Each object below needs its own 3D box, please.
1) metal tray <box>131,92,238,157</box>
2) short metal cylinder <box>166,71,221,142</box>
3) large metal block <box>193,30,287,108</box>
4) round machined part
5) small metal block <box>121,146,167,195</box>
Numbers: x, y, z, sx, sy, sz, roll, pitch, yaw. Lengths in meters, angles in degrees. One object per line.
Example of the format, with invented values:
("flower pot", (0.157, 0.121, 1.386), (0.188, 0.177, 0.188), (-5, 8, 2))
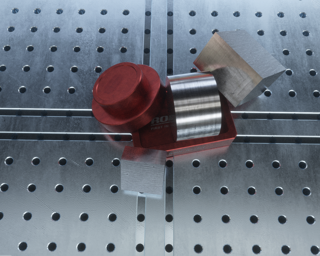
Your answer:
("metal tray", (0.026, -0.013, 0.411), (0.131, 0.030, 0.090), (-10, 70, -4))
("short metal cylinder", (0.038, -0.026, 0.375), (0.050, 0.080, 0.080), (-8, 70, -4))
("large metal block", (0.105, -0.081, 0.404), (0.081, 0.050, 0.080), (-23, 68, -47))
("round machined part", (-0.046, -0.045, 0.395), (0.098, 0.042, 0.098), (-13, 53, 19))
("small metal block", (-0.020, 0.051, 0.373), (0.050, 0.050, 0.025), (7, 36, 3))
